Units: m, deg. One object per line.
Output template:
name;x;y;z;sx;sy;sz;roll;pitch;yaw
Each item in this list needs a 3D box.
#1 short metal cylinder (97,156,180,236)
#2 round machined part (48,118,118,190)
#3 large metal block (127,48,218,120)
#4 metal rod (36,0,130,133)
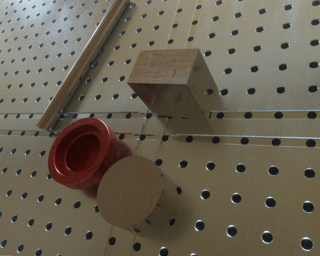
short metal cylinder;-0.024;0.078;0.356;0.080;0.050;0.080;-13;56;20
round machined part;-0.100;0.038;0.425;0.098;0.042;0.098;-13;56;20
large metal block;0.019;-0.054;0.395;0.080;0.080;0.050;6;65;30
metal rod;-0.129;-0.127;0.551;0.025;0.025;0.300;13;68;33
